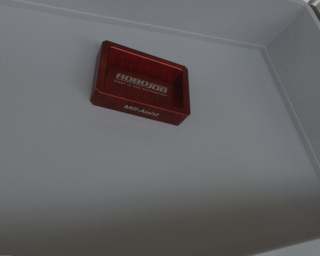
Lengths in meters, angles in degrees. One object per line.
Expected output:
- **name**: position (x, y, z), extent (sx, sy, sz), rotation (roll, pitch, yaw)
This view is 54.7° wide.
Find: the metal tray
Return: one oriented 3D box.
- **metal tray**: position (-0.024, -0.061, 0.428), extent (0.131, 0.030, 0.090), rotation (14, 56, -21)
